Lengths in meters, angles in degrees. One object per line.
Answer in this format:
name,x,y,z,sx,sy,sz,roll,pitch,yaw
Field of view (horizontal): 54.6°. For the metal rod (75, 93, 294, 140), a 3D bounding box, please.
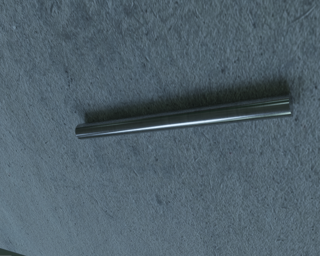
metal rod,0.008,-0.009,0.397,0.300,0.025,0.025,-7,115,31
